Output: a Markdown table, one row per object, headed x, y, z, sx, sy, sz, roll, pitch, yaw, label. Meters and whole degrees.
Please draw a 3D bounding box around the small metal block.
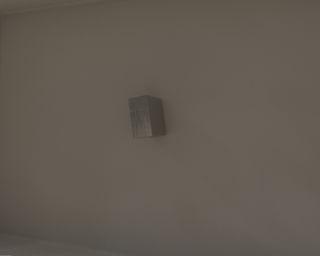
| x | y | z | sx | sy | sz | roll | pitch | yaw | label |
| --- | --- | --- | --- | --- | --- | --- | --- | --- | --- |
| -0.016 | -0.013 | 0.399 | 0.025 | 0.050 | 0.050 | -9 | 86 | 20 | small metal block |
